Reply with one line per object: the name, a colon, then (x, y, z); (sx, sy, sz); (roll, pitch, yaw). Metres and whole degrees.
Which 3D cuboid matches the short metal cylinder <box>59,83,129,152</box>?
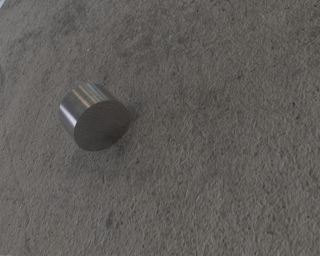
short metal cylinder: (-0.090, -0.015, 0.426); (0.080, 0.080, 0.050); (-45, 51, -3)
